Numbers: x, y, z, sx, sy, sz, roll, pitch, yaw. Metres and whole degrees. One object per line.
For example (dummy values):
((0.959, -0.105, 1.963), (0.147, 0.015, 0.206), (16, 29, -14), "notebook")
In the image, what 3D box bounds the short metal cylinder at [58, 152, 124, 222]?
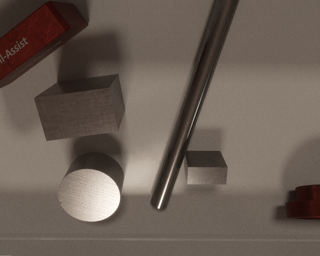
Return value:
((-0.092, 0.080, 0.426), (0.081, 0.050, 0.079), (0, 110, -1), "short metal cylinder")

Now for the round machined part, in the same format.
((0.224, 0.102, 0.424), (0.099, 0.098, 0.042), (2, 72, -1), "round machined part")

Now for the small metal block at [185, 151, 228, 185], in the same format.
((0.060, 0.052, 0.418), (0.050, 0.050, 0.025), (1, 110, -1), "small metal block")

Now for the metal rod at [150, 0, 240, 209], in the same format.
((0.040, -0.024, 0.403), (0.025, 0.025, 0.298), (15, 109, -6), "metal rod")

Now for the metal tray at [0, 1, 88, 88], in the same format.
((-0.148, -0.087, 0.342), (0.130, 0.090, 0.030), (-32, 107, 11), "metal tray")

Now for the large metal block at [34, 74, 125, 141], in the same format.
((-0.090, -0.028, 0.371), (0.080, 0.080, 0.050), (-8, 110, 2), "large metal block")
